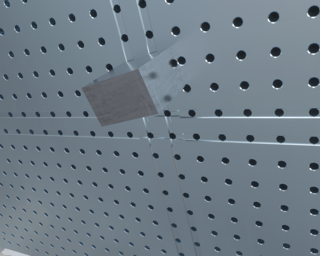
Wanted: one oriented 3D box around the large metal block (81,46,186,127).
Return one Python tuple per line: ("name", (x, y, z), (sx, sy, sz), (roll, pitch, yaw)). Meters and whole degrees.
("large metal block", (-0.027, -0.048, 0.361), (0.080, 0.080, 0.050), (-11, 113, 33))
